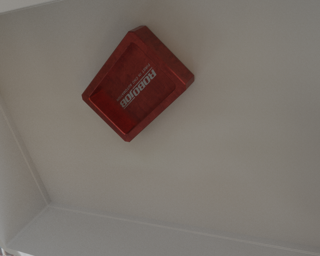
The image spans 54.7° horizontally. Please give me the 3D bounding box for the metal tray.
[{"bbox_3d":[-0.032,-0.050,0.389,0.090,0.030,0.129,45,129,-4],"label":"metal tray"}]
